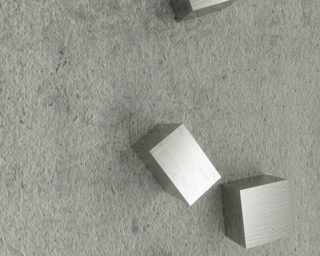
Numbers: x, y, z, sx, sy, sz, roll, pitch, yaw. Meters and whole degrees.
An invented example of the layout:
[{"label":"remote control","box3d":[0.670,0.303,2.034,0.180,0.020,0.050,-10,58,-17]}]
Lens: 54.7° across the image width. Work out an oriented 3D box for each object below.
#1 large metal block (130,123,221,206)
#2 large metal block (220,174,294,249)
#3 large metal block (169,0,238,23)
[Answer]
[{"label":"large metal block","box3d":[0.016,0.041,0.386,0.050,0.080,0.080,-39,103,-16]},{"label":"large metal block","box3d":[0.139,0.116,0.447,0.081,0.050,0.080,-8,93,-20]},{"label":"large metal block","box3d":[0.054,-0.197,0.415,0.081,0.050,0.080,-23,98,-19]}]
